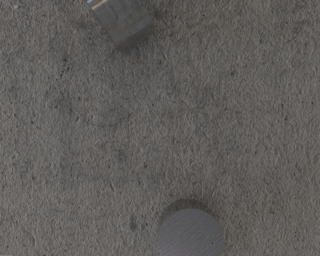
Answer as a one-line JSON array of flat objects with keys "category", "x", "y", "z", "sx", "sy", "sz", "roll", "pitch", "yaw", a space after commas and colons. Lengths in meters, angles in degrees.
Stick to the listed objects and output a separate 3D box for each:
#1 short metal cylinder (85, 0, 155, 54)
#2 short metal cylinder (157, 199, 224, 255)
[{"category": "short metal cylinder", "x": -0.049, "y": -0.139, "z": 0.382, "sx": 0.050, "sy": 0.080, "sz": 0.080, "roll": -35, "pitch": 90, "yaw": 0}, {"category": "short metal cylinder", "x": 0.037, "y": 0.137, "z": 0.398, "sx": 0.081, "sy": 0.050, "sz": 0.080, "roll": 0, "pitch": 90, "yaw": 0}]
